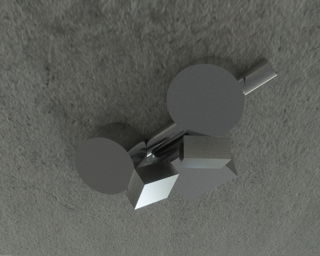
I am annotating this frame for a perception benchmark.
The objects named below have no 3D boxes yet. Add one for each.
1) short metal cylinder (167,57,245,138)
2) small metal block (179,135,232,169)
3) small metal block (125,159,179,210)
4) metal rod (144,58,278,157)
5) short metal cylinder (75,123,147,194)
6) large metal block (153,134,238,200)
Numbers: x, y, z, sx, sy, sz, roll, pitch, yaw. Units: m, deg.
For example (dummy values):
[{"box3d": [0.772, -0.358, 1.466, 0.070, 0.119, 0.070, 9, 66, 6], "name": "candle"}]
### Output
[{"box3d": [0.053, -0.036, 0.343, 0.080, 0.050, 0.079, 6, 112, 14], "name": "short metal cylinder"}, {"box3d": [0.049, 0.028, 0.352, 0.050, 0.025, 0.050, 2, 161, -2], "name": "small metal block"}, {"box3d": [-0.010, 0.070, 0.387, 0.050, 0.025, 0.050, -12, 139, -34], "name": "small metal block"}, {"box3d": [0.014, 0.006, 0.413, 0.299, 0.025, 0.025, -34, 123, 25], "name": "metal rod"}, {"box3d": [-0.063, 0.039, 0.407, 0.080, 0.050, 0.079, 6, 112, 14], "name": "short metal cylinder"}, {"box3d": [0.047, 0.046, 0.430, 0.080, 0.050, 0.080, -34, 123, 25], "name": "large metal block"}]
